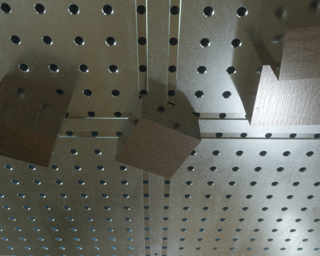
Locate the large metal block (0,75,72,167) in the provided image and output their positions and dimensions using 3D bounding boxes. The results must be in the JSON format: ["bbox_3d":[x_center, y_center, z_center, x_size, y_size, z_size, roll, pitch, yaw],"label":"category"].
[{"bbox_3d":[-0.158,-0.009,0.367,0.080,0.080,0.050,18,128,-15],"label":"large metal block"}]

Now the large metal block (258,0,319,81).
[{"bbox_3d":[0.147,-0.091,0.299,0.080,0.080,0.050,-5,130,4],"label":"large metal block"}]

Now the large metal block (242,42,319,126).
[{"bbox_3d":[0.144,-0.049,0.354,0.080,0.050,0.080,-1,130,1],"label":"large metal block"}]

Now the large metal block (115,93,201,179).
[{"bbox_3d":[-0.004,0.012,0.406,0.080,0.050,0.080,21,127,-17],"label":"large metal block"}]
